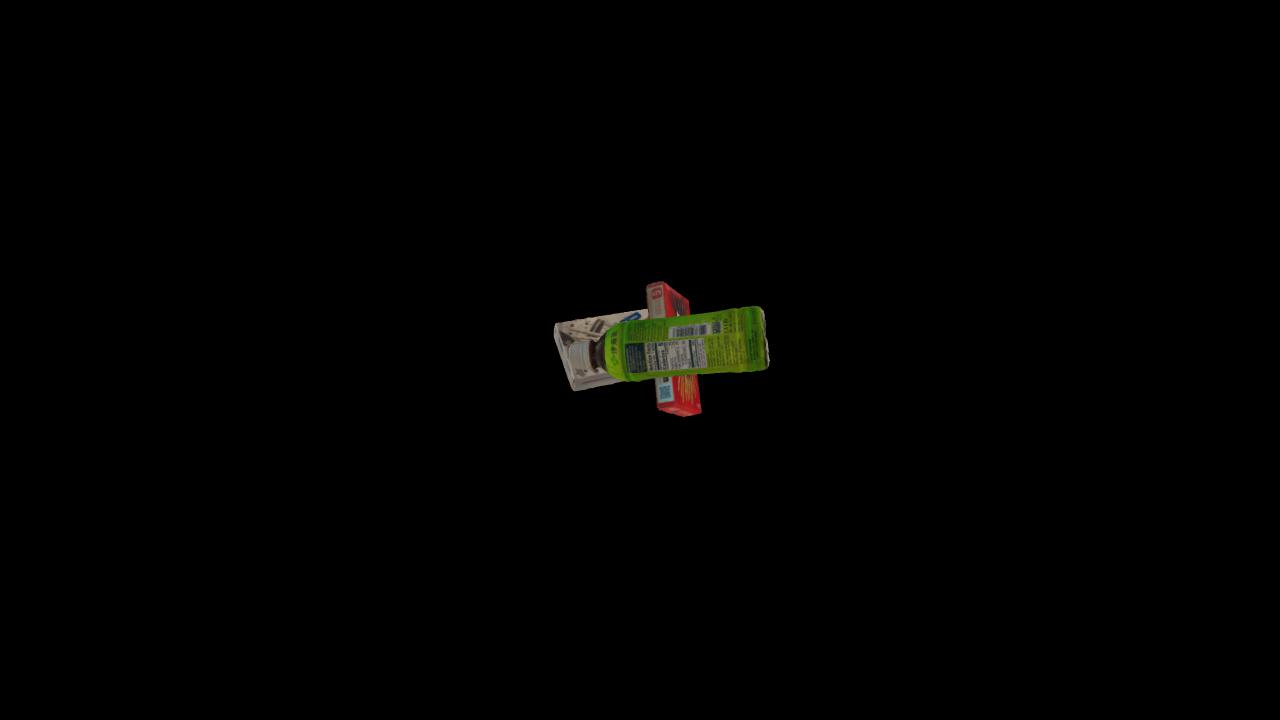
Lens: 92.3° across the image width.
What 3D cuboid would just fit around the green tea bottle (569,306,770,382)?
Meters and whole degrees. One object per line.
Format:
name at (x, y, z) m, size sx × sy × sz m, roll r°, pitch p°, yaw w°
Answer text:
green tea bottle at (0.029, -0.014, 0.658) m, size 0.212 × 0.073 × 0.073 m, roll -4°, pitch -1°, yaw 9°

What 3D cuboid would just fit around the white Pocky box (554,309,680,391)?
white Pocky box at (-0.016, -0.017, 0.718) m, size 0.154 × 0.084 × 0.028 m, roll -11°, pitch -35°, yaw -20°

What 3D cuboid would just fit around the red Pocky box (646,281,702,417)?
red Pocky box at (0.042, -0.011, 0.753) m, size 0.028 × 0.155 × 0.083 m, roll -12°, pitch -16°, yaw 24°
